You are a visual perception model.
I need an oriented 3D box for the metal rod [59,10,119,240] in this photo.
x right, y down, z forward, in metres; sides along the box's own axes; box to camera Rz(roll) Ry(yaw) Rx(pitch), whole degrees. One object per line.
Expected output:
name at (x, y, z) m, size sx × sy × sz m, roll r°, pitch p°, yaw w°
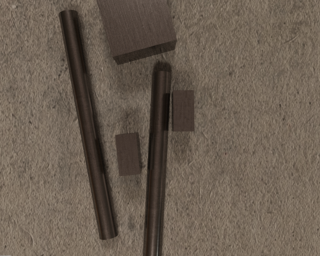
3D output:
metal rod at (-0.094, -0.004, 0.408) m, size 0.025 × 0.025 × 0.298 m, roll -10°, pitch 90°, yaw 0°

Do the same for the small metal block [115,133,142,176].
small metal block at (-0.039, 0.032, 0.397) m, size 0.025 × 0.050 × 0.050 m, roll -6°, pitch 90°, yaw 0°

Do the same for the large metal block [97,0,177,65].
large metal block at (-0.029, -0.134, 0.397) m, size 0.080 × 0.050 × 0.080 m, roll -16°, pitch 90°, yaw -1°

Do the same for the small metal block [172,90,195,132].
small metal block at (0.029, -0.021, 0.398) m, size 0.025 × 0.050 × 0.050 m, roll -1°, pitch 90°, yaw 0°

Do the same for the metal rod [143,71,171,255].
metal rod at (-0.005, 0.076, 0.409) m, size 0.025 × 0.025 × 0.298 m, roll 3°, pitch 90°, yaw -1°
